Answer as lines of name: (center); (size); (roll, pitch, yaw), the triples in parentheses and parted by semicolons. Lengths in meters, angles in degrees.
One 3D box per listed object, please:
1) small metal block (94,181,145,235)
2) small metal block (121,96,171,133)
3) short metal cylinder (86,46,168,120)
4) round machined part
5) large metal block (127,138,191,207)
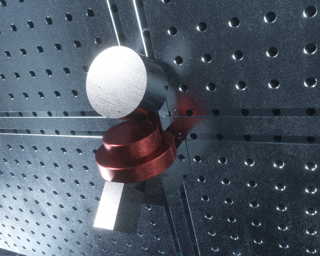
small metal block: (-0.045, 0.093, 0.358); (0.025, 0.050, 0.050); (1, 157, 27)
small metal block: (-0.018, -0.022, 0.404); (0.050, 0.025, 0.050); (1, 119, 27)
short metal cylinder: (-0.038, -0.049, 0.361); (0.080, 0.050, 0.080); (-1, 88, 27)
round machined part: (-0.032, 0.021, 0.379); (0.098, 0.098, 0.042); (1, 119, 27)
large metal block: (-0.014, 0.054, 0.414); (0.080, 0.080, 0.050); (1, 119, 27)
